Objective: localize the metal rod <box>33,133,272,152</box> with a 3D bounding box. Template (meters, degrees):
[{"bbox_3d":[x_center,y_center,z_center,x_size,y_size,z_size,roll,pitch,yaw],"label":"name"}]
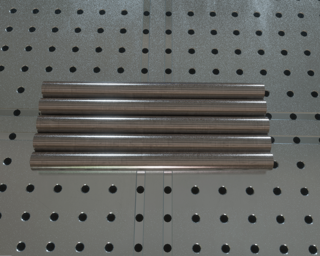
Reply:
[{"bbox_3d":[-0.009,0.020,0.404,0.302,0.025,0.025,0,70,-1],"label":"metal rod"}]

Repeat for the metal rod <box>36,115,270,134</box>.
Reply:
[{"bbox_3d":[-0.009,-0.004,0.413,0.302,0.025,0.025,0,70,-1],"label":"metal rod"}]

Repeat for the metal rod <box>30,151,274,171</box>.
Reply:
[{"bbox_3d":[-0.009,0.042,0.396,0.302,0.025,0.025,0,70,-1],"label":"metal rod"}]

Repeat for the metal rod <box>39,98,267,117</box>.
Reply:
[{"bbox_3d":[-0.009,-0.028,0.422,0.302,0.025,0.025,0,70,-1],"label":"metal rod"}]

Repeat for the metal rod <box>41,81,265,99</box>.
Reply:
[{"bbox_3d":[-0.009,-0.051,0.430,0.302,0.025,0.025,0,70,-1],"label":"metal rod"}]
